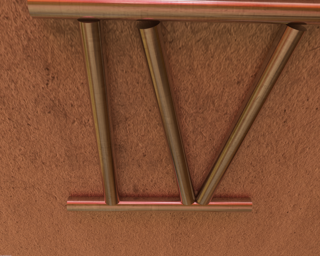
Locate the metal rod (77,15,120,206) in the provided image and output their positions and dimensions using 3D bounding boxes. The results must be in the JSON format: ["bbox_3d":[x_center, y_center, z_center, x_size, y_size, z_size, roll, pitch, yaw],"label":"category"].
[{"bbox_3d":[-0.074,0.003,0.409,0.025,0.025,0.298,1,130,-1],"label":"metal rod"}]

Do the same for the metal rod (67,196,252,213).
[{"bbox_3d":[0.000,0.127,0.516,0.302,0.025,0.025,1,130,-2],"label":"metal rod"}]

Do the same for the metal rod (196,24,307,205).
[{"bbox_3d":[0.105,0.005,0.413,0.025,0.025,0.298,10,129,-9],"label":"metal rod"}]

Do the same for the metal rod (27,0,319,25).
[{"bbox_3d":[0.026,-0.119,0.308,0.302,0.025,0.025,1,130,-2],"label":"metal rod"}]

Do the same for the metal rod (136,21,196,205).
[{"bbox_3d":[0.017,0.005,0.412,0.025,0.025,0.298,-9,130,7],"label":"metal rod"}]
